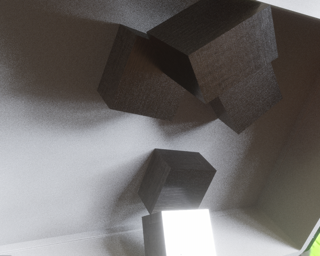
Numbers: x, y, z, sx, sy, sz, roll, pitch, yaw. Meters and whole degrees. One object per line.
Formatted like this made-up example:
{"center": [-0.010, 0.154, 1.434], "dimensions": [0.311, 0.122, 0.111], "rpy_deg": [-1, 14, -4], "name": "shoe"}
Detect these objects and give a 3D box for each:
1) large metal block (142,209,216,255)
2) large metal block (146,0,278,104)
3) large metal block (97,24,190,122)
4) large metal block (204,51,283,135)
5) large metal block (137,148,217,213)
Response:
{"center": [0.026, 0.156, 0.421], "dimensions": [0.081, 0.080, 0.050], "rpy_deg": [8, 154, -33], "name": "large metal block"}
{"center": [0.047, -0.078, 0.287], "dimensions": [0.080, 0.080, 0.050], "rpy_deg": [-33, 129, -8], "name": "large metal block"}
{"center": [-0.014, -0.060, 0.349], "dimensions": [0.081, 0.050, 0.079], "rpy_deg": [11, 113, -33], "name": "large metal block"}
{"center": [0.110, -0.052, 0.423], "dimensions": [0.080, 0.050, 0.080], "rpy_deg": [-39, 130, -2], "name": "large metal block"}
{"center": [0.024, 0.080, 0.457], "dimensions": [0.081, 0.050, 0.079], "rpy_deg": [8, 114, -32], "name": "large metal block"}
